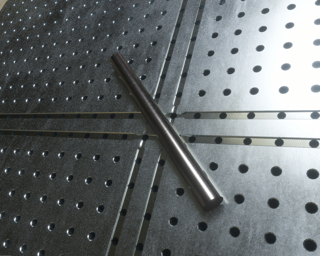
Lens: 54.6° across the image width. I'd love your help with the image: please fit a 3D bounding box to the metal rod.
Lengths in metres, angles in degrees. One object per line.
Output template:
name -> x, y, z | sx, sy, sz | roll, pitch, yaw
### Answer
metal rod -> -0.008, -0.016, 0.424 | 0.025, 0.025, 0.300 | -37, 51, 4
